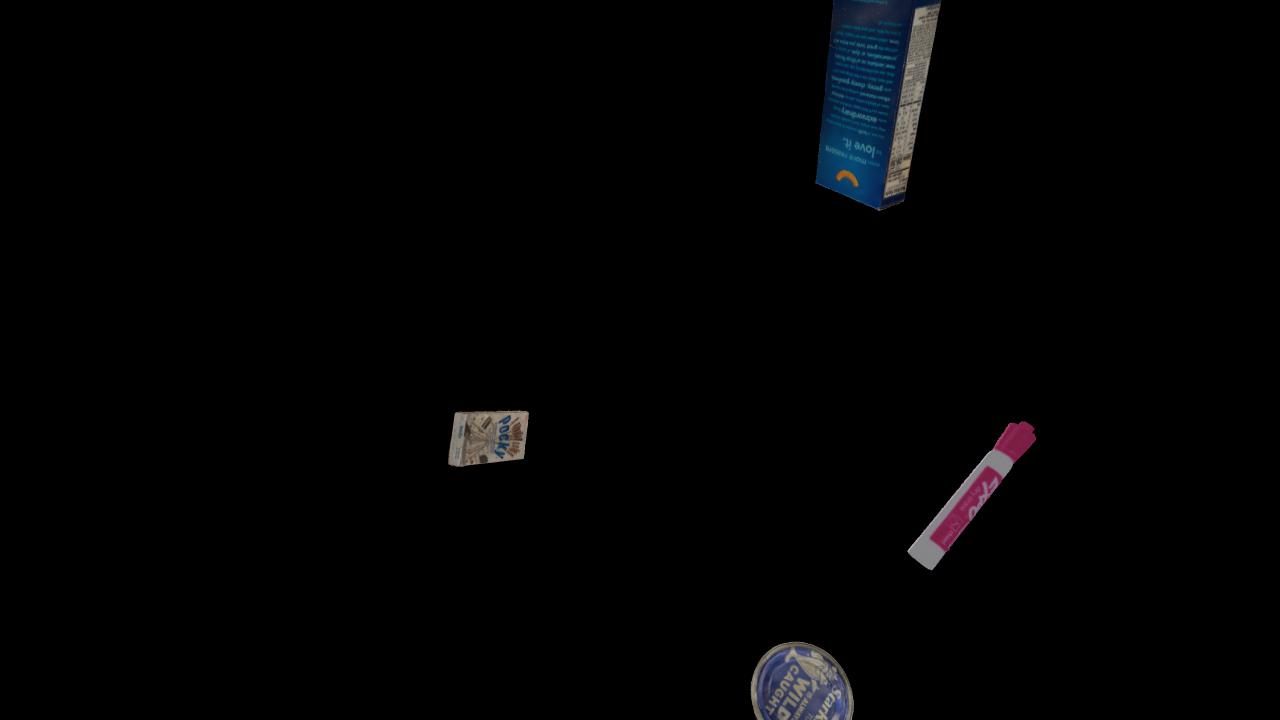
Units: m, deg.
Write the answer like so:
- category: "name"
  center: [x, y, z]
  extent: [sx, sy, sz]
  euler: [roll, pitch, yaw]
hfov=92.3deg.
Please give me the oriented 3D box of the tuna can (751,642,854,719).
- category: "tuna can"
  center: [0.138, 0.290, 0.527]
  extent: [0.084, 0.084, 0.034]
  euler: [0, -38, 12]

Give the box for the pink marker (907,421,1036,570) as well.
- category: "pink marker"
  center: [0.228, 0.090, 0.420]
  extent: [0.020, 0.121, 0.020]
  euler: [40, -3, 3]

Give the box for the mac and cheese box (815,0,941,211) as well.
- category: "mac and cheese box"
  center: [0.215, -0.244, 0.572]
  extent: [0.041, 0.184, 0.093]
  euler: [-22, 40, -21]

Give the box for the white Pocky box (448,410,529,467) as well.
- category: "white Pocky box"
  center: [-0.241, 0.124, 0.993]
  extent: [0.028, 0.084, 0.154]
  euler: [7, 0, 29]
